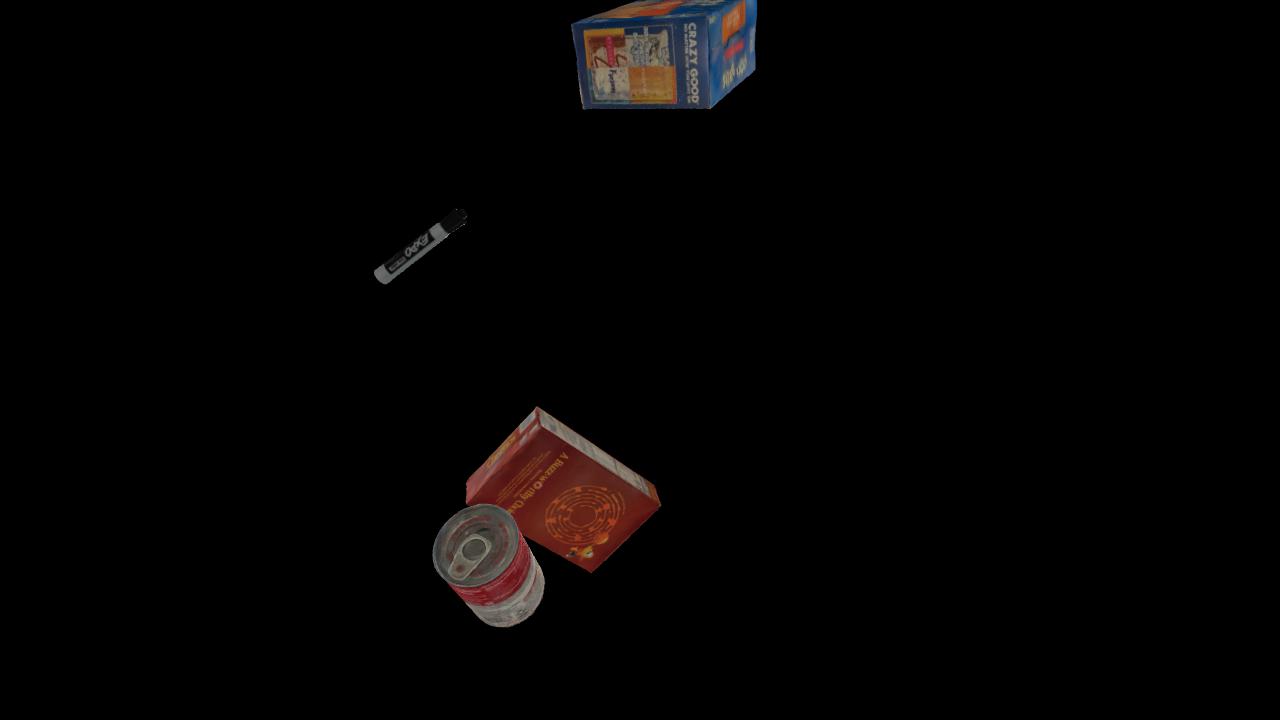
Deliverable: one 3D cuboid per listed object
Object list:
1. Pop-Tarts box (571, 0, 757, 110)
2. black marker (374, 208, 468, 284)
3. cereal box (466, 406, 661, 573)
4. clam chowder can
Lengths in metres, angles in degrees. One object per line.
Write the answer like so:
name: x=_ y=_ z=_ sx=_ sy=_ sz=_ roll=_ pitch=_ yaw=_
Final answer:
Pop-Tarts box: x=0.032 y=-0.325 z=0.642 sx=0.141 sy=0.083 sz=0.167 roll=10 pitch=39 yaw=22
black marker: x=-0.233 y=-0.122 z=0.658 sx=0.121 sy=0.020 sz=0.020 roll=-34 pitch=-7 yaw=10
cereal box: x=-0.136 y=0.248 z=1.138 sx=0.306 sy=0.203 sz=0.081 roll=38 pitch=12 yaw=-28
clam chowder can: x=-0.121 y=0.173 z=0.511 sx=0.068 sy=0.068 sz=0.102 roll=0 pitch=-40 yaw=8
